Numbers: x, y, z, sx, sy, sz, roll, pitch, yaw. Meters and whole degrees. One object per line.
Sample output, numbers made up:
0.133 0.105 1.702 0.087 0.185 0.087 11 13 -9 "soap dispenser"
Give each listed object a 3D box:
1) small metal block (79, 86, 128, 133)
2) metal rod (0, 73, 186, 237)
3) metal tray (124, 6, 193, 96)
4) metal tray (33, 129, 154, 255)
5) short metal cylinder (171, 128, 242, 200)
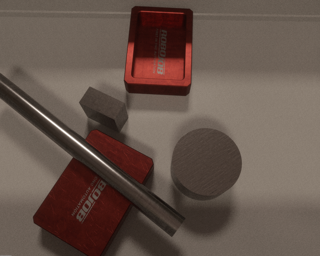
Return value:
-0.072 -0.023 0.404 0.050 0.050 0.025 26 72 8 "small metal block"
-0.098 0.022 0.368 0.300 0.025 0.025 36 74 12 "metal rod"
0.000 -0.113 0.448 0.091 0.030 0.130 3 70 0 "metal tray"
-0.076 0.077 0.378 0.090 0.030 0.130 28 72 9 "metal tray"
0.054 0.046 0.380 0.081 0.050 0.080 0 70 0 "short metal cylinder"
